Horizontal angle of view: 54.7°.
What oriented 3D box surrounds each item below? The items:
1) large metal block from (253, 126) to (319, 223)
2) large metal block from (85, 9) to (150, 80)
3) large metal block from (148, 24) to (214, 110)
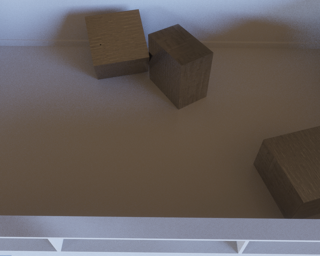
[{"bbox_3d":[0.166,0.050,0.348,0.081,0.050,0.080,-12,51,-10],"label":"large metal block"},{"bbox_3d":[-0.064,-0.127,0.474,0.081,0.050,0.080,-11,77,-7],"label":"large metal block"},{"bbox_3d":[0.026,-0.088,0.443,0.050,0.080,0.080,-26,55,-20],"label":"large metal block"}]
